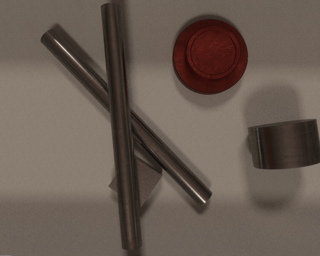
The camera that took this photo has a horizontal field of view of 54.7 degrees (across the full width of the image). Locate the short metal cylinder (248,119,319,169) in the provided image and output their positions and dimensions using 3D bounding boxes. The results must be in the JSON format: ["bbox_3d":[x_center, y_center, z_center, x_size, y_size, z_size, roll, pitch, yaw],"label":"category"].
[{"bbox_3d":[0.154,0.019,0.386,0.081,0.080,0.050,-8,90,0],"label":"short metal cylinder"}]

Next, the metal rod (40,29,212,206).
[{"bbox_3d":[-0.044,-0.014,0.410,0.025,0.025,0.300,-44,91,0],"label":"metal rod"}]

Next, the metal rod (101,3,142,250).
[{"bbox_3d":[-0.048,-0.001,0.384,0.025,0.025,0.298,-5,91,-1],"label":"metal rod"}]

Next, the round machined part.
[{"bbox_3d":[0.066,-0.094,0.404,0.099,0.042,0.097,0,90,-1],"label":"round machined part"}]

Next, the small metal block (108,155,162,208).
[{"bbox_3d":[-0.032,0.068,0.411,0.050,0.025,0.050,34,90,-1],"label":"small metal block"}]
